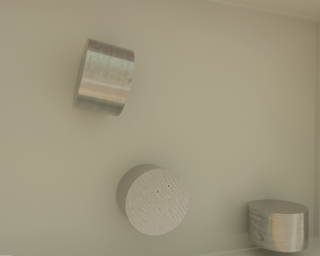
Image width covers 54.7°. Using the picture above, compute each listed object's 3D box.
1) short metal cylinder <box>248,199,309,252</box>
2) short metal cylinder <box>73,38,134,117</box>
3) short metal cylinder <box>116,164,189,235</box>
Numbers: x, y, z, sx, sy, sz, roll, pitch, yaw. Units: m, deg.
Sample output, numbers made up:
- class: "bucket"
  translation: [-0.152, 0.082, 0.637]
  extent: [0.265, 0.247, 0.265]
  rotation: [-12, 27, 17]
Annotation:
- class: "short metal cylinder"
  translation: [0.168, 0.137, 0.443]
  extent: [0.081, 0.080, 0.050]
  rotation: [0, 90, -20]
- class: "short metal cylinder"
  translation: [-0.066, -0.057, 0.357]
  extent: [0.050, 0.080, 0.080]
  rotation: [12, 86, -20]
- class: "short metal cylinder"
  translation: [-0.010, 0.088, 0.393]
  extent: [0.081, 0.050, 0.080]
  rotation: [0, 90, -20]
